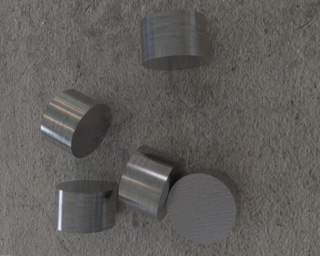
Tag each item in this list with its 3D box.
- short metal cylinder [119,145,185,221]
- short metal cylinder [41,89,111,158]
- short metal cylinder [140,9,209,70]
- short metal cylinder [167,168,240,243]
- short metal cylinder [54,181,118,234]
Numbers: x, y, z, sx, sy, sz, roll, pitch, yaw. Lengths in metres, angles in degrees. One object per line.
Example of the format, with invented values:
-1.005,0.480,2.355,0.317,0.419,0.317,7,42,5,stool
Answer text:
-0.008,0.066,0.383,0.050,0.080,0.080,19,96,19,short metal cylinder
-0.111,-0.006,0.419,0.050,0.080,0.080,26,99,18,short metal cylinder
0.017,-0.102,0.374,0.080,0.080,0.050,-3,89,20,short metal cylinder
0.054,0.091,0.376,0.080,0.050,0.080,0,90,20,short metal cylinder
-0.098,0.102,0.414,0.080,0.080,0.050,3,91,20,short metal cylinder
